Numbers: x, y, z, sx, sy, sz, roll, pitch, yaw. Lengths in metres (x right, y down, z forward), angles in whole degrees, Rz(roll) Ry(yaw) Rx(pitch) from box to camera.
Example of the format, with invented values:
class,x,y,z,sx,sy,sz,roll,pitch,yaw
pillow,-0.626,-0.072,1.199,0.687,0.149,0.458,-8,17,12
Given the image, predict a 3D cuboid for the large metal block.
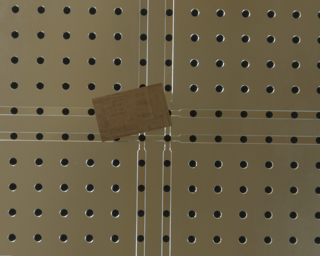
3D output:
class,x,y,z,sx,sy,sz,roll,pitch,yaw
large metal block,-0.031,-0.018,0.385,0.080,0.080,0.050,-13,90,0
